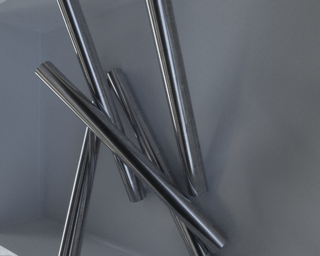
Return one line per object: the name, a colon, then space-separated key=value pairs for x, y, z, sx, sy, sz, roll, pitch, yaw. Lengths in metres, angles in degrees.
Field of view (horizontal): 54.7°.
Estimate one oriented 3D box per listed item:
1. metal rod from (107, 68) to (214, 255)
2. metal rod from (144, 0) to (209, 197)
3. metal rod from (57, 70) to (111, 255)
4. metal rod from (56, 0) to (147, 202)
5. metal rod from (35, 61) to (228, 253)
metal rod: x=-0.004 y=0.045 z=0.407 sx=0.025 sy=0.025 sz=0.299 roll=-40 pitch=66 yaw=32
metal rod: x=0.013 y=-0.060 z=0.314 sx=0.025 sy=0.025 sz=0.298 roll=6 pitch=119 yaw=39
metal rod: x=-0.096 y=0.050 z=0.406 sx=0.025 sy=0.025 sz=0.299 roll=-20 pitch=53 yaw=38
metal rod: x=-0.074 y=-0.040 z=0.392 sx=0.025 sy=0.025 sz=0.298 roll=-4 pitch=110 yaw=39
metal rod: x=-0.039 y=0.029 z=0.370 sx=0.300 sy=0.025 sz=0.025 roll=44 pitch=118 yaw=7
